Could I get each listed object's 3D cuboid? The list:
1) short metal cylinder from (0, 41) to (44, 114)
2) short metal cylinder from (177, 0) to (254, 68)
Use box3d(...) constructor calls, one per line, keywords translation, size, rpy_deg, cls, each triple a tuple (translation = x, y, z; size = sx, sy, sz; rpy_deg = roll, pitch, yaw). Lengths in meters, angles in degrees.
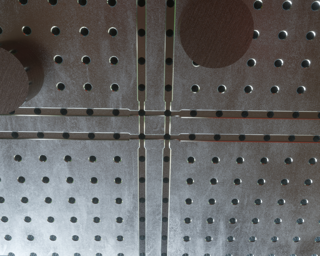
box3d(translation=(-0.190, -0.062, 0.374), size=(0.081, 0.050, 0.079), rpy_deg=(0, 110, -1), cls="short metal cylinder")
box3d(translation=(0.062, -0.113, 0.359), size=(0.081, 0.050, 0.079), rpy_deg=(0, 110, -1), cls="short metal cylinder")
